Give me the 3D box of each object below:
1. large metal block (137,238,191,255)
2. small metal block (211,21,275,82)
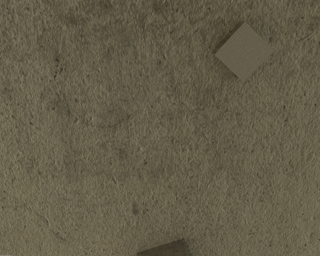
[{"bbox_3d":[0.015,0.231,0.482,0.080,0.050,0.080,-20,109,7],"label":"large metal block"},{"bbox_3d":[0.099,-0.093,0.377,0.050,0.025,0.050,39,105,-14],"label":"small metal block"}]
